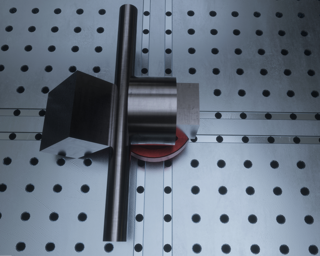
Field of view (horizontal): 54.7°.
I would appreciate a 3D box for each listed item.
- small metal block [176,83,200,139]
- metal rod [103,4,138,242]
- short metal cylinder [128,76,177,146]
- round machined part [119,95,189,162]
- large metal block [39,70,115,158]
[{"bbox_3d":[0.030,-0.019,0.361,0.025,0.050,0.050,1,70,0],"label":"small metal block"},{"bbox_3d":[-0.045,-0.022,0.375,0.025,0.025,0.299,1,70,0],"label":"metal rod"},{"bbox_3d":[-0.008,-0.020,0.358,0.050,0.080,0.080,1,70,0],"label":"short metal cylinder"},{"bbox_3d":[-0.008,-0.003,0.402,0.099,0.042,0.098,0,70,-1],"label":"round machined part"},{"bbox_3d":[-0.102,-0.013,0.380,0.050,0.080,0.080,18,64,-38],"label":"large metal block"}]
